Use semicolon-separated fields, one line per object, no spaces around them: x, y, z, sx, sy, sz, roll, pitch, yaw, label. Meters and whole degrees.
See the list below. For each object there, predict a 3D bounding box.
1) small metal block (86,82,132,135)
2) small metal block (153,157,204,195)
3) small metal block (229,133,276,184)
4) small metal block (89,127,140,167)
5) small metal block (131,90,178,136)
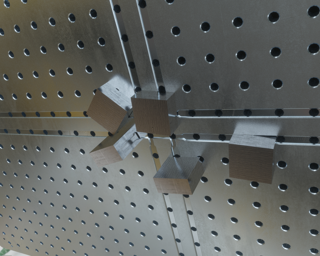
-0.069;-0.027;0.432;0.050;0.025;0.050;37;129;3;small metal block
0.026;0.064;0.421;0.050;0.050;0.025;-3;117;30;small metal block
0.112;0.036;0.375;0.050;0.025;0.050;6;121;25;small metal block
-0.065;0.028;0.447;0.050;0.050;0.025;-19;108;35;small metal block
-0.006;-0.020;0.403;0.050;0.025;0.050;7;122;25;small metal block
